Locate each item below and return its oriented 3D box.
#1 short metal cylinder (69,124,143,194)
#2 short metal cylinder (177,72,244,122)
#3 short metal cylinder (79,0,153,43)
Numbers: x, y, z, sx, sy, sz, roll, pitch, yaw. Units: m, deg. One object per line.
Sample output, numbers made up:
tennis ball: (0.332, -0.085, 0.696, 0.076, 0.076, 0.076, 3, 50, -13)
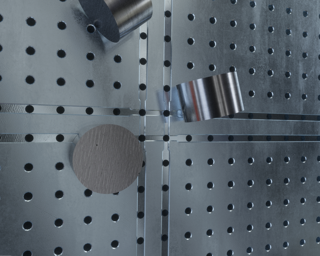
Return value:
short metal cylinder: (-0.066, 0.035, 0.376, 0.081, 0.050, 0.079, 0, 90, -20)
short metal cylinder: (0.066, -0.041, 0.409, 0.081, 0.080, 0.050, -14, 95, -20)
short metal cylinder: (-0.054, -0.149, 0.364, 0.050, 0.080, 0.080, -41, 103, -16)
